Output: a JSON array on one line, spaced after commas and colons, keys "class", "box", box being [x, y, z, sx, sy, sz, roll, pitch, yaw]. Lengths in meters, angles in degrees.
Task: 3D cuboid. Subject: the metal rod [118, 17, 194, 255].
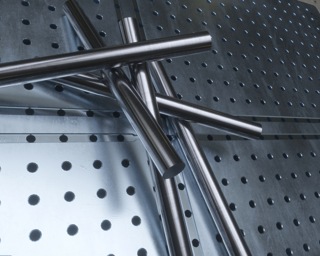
[{"class": "metal rod", "box": [-0.007, 0.010, 0.361, 0.025, 0.025, 0.299, -6, 77, -31]}]

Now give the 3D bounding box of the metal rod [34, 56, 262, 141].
[{"class": "metal rod", "box": [-0.009, -0.035, 0.400, 0.302, 0.025, 0.025, 16, 55, -10]}]

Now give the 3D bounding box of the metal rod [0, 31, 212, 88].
[{"class": "metal rod", "box": [-0.088, -0.072, 0.341, 0.302, 0.025, 0.025, -12, 67, -12]}]

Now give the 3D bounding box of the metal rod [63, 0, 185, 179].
[{"class": "metal rod", "box": [-0.057, -0.066, 0.371, 0.025, 0.025, 0.300, -11, 52, -33]}]

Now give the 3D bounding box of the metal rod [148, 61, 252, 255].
[{"class": "metal rod", "box": [0.043, 0.028, 0.415, 0.025, 0.025, 0.299, -10, 67, -33]}]
